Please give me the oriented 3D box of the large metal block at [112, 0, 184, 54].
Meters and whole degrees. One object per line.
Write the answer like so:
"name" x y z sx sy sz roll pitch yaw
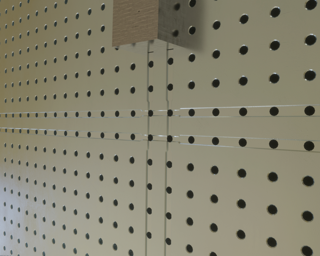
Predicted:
"large metal block" -0.016 -0.146 0.407 0.080 0.050 0.080 3 92 40
